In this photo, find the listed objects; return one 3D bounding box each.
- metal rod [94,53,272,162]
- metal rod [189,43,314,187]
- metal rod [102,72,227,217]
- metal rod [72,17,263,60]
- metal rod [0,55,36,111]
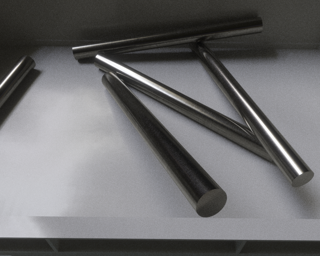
[{"bbox_3d":[0.024,-0.039,0.437,0.300,0.025,0.025,30,56,22],"label":"metal rod"},{"bbox_3d":[0.104,-0.045,0.421,0.025,0.025,0.300,-13,44,-11],"label":"metal rod"},{"bbox_3d":[-0.019,-0.010,0.344,0.025,0.025,0.300,-18,31,-15],"label":"metal rod"},{"bbox_3d":[0.010,-0.144,0.500,0.302,0.025,0.025,-8,50,3],"label":"metal rod"},{"bbox_3d":[-0.244,0.006,0.396,0.025,0.025,0.300,11,51,8],"label":"metal rod"}]
